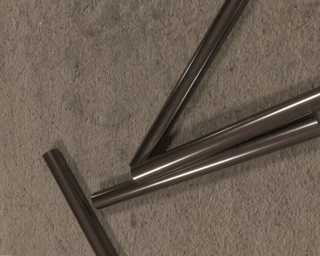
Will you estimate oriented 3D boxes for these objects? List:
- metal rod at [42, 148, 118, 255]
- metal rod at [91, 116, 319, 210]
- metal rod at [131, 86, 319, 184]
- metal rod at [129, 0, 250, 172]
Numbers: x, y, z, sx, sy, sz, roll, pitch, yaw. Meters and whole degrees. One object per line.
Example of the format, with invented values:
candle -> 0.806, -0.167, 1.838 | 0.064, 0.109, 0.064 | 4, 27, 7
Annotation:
metal rod -> -0.086, 0.161, 0.437 | 0.025, 0.025, 0.299 | -35, 79, 16
metal rod -> 0.044, 0.051, 0.393 | 0.300, 0.025, 0.025 | -22, 83, 18
metal rod -> 0.103, 0.000, 0.360 | 0.301, 0.025, 0.025 | -24, 82, 13
metal rod -> 0.045, -0.072, 0.392 | 0.025, 0.025, 0.299 | 34, 100, 16
